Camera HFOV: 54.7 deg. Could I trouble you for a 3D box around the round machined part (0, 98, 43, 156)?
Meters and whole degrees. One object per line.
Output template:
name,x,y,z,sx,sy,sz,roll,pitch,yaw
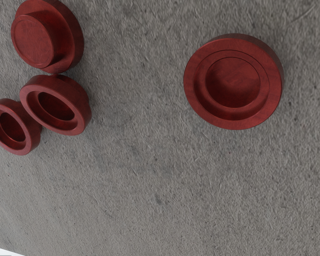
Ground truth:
round machined part,-0.238,-0.006,0.518,0.098,0.042,0.097,13,124,21

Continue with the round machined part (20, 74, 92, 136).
round machined part,-0.140,-0.037,0.436,0.098,0.042,0.097,15,142,12

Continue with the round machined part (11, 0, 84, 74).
round machined part,-0.153,-0.116,0.405,0.098,0.042,0.097,13,124,21

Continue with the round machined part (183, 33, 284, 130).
round machined part,0.078,-0.050,0.324,0.098,0.042,0.097,13,124,21
